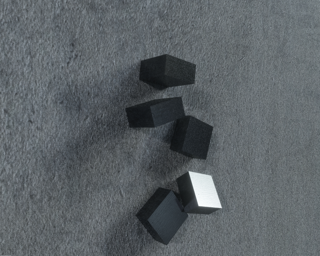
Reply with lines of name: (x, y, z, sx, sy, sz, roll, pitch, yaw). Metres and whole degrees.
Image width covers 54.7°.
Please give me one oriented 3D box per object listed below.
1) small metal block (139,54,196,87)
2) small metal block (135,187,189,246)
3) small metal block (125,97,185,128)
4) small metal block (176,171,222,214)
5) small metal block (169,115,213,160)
small metal block: (0.010, -0.071, 0.396, 0.050, 0.050, 0.025, 9, 85, -40)
small metal block: (0.004, 0.115, 0.408, 0.050, 0.025, 0.050, -46, 118, -30)
small metal block: (-0.006, -0.020, 0.383, 0.050, 0.050, 0.025, -21, 104, -38)
small metal block: (0.054, 0.092, 0.434, 0.050, 0.025, 0.050, 17, 46, -41)
small metal block: (0.046, 0.014, 0.443, 0.050, 0.025, 0.050, 24, 75, -38)
